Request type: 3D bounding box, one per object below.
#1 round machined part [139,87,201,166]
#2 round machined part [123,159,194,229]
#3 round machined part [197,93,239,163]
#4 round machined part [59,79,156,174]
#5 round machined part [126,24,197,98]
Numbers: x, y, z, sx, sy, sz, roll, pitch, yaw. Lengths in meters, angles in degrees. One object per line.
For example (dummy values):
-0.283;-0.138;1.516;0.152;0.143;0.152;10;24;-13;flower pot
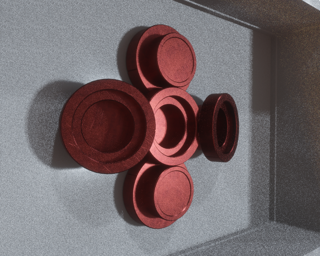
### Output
0.005;-0.002;0.396;0.099;0.042;0.097;0;90;-40;round machined part
0.005;0.080;0.398;0.099;0.042;0.097;0;90;-40;round machined part
0.077;0.000;0.447;0.099;0.042;0.097;-1;91;-56;round machined part
-0.058;-0.002;0.334;0.099;0.042;0.097;0;90;-23;round machined part
0.009;-0.085;0.400;0.099;0.042;0.097;0;90;-40;round machined part
